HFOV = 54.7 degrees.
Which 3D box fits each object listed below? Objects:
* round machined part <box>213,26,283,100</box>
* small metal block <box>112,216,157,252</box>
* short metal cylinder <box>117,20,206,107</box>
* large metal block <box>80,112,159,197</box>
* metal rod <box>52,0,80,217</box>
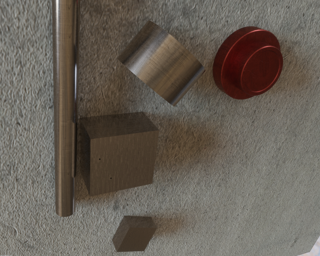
[{"bbox_3d":[0.124,-0.082,0.415,0.099,0.042,0.097,-14,125,-21],"label":"round machined part"},{"bbox_3d":[-0.041,0.168,0.490,0.050,0.025,0.050,14,111,-34],"label":"small metal block"},{"bbox_3d":[0.002,-0.068,0.332,0.050,0.080,0.080,-49,129,6],"label":"short metal cylinder"},{"bbox_3d":[-0.052,0.030,0.382,0.081,0.050,0.079,-7,122,-25],"label":"large metal block"},{"bbox_3d":[-0.102,-0.022,0.337,0.025,0.025,0.298,-6,121,-26],"label":"metal rod"}]
